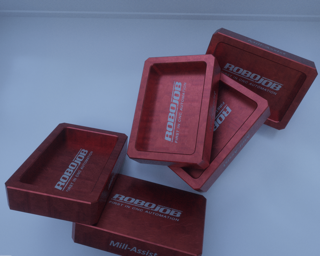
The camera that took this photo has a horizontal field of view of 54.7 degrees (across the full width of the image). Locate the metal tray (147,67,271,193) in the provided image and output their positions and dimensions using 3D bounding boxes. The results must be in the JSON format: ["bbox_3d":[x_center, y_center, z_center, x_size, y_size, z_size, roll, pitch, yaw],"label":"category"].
[{"bbox_3d":[0.057,0.001,0.377,0.090,0.030,0.130,39,89,29],"label":"metal tray"}]

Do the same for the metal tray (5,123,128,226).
[{"bbox_3d":[-0.095,0.043,0.348,0.091,0.030,0.130,10,30,3],"label":"metal tray"}]

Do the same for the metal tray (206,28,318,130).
[{"bbox_3d":[0.117,-0.063,0.400,0.130,0.089,0.030,23,33,8],"label":"metal tray"}]

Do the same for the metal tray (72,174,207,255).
[{"bbox_3d":[-0.018,0.099,0.342,0.131,0.030,0.090,14,28,4],"label":"metal tray"}]

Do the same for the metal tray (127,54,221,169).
[{"bbox_3d":[0.018,-0.021,0.366,0.090,0.030,0.130,3,73,23],"label":"metal tray"}]
